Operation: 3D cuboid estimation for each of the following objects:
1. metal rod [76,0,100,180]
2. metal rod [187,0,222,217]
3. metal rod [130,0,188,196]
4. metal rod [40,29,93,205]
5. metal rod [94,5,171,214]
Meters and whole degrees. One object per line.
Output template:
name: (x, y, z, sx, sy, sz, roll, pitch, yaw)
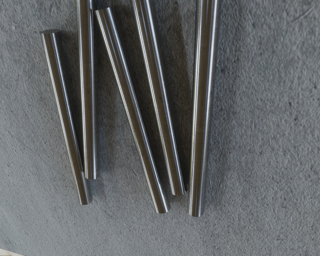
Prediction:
metal rod: (-0.098, -0.046, 0.430, 0.025, 0.025, 0.298, 19, 126, 17)
metal rod: (0.050, -0.006, 0.376, 0.025, 0.025, 0.298, 13, 124, 21)
metal rod: (0.001, -0.041, 0.380, 0.025, 0.025, 0.298, 3, 120, 27)
metal rod: (-0.139, 0.002, 0.480, 0.025, 0.025, 0.298, 12, 124, 22)
metal rod: (-0.029, -0.007, 0.418, 0.025, 0.025, 0.298, 0, 119, 28)
